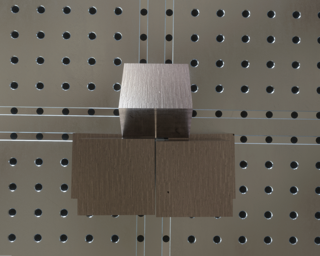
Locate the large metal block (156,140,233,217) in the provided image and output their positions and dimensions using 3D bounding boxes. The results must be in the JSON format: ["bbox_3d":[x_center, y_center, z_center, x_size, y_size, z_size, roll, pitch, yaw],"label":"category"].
[{"bbox_3d":[0.036,0.053,0.349,0.081,0.050,0.079,0,90,-1],"label":"large metal block"}]

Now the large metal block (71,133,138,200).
[{"bbox_3d":[-0.067,0.047,0.401,0.081,0.050,0.079,2,90,-1],"label":"large metal block"}]

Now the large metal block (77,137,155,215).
[{"bbox_3d":[-0.046,0.051,0.347,0.081,0.050,0.079,0,90,-1],"label":"large metal block"}]

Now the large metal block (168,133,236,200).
[{"bbox_3d":[0.051,0.047,0.401,0.081,0.050,0.079,-1,90,-1],"label":"large metal block"}]

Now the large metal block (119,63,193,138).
[{"bbox_3d":[-0.005,-0.035,0.380,0.081,0.050,0.080,0,48,-1],"label":"large metal block"}]
